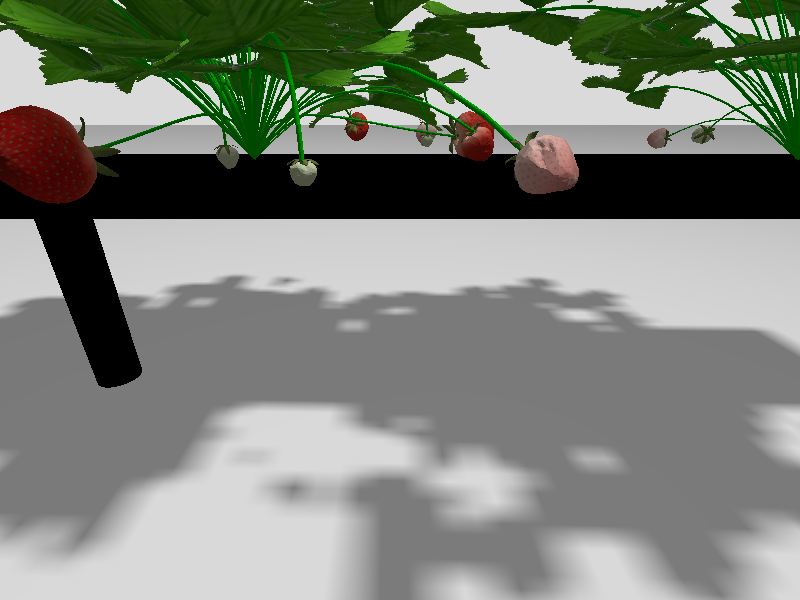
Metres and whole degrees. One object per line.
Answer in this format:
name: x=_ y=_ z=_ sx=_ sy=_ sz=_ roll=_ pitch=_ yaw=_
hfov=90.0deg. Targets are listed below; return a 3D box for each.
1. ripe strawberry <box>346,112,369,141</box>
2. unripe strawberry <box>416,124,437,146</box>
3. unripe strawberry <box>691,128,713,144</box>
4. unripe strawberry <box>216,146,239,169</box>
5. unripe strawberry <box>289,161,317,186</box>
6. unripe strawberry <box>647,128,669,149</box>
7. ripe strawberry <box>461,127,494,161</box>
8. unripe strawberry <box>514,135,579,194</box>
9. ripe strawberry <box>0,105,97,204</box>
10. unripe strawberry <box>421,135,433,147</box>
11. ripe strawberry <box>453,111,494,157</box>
ripe strawberry: x=-0.056 y=-0.233 z=0.541 sx=0.031 sy=0.035 sz=0.033 roll=6 pitch=7 yaw=13
unripe strawberry: x=0.030 y=-0.190 z=0.462 sx=0.021 sy=0.025 sz=0.025 roll=-23 pitch=33 yaw=-40
unripe strawberry: x=0.361 y=-0.196 z=0.480 sx=0.021 sy=0.019 sz=0.019 roll=4 pitch=-2 yaw=10
unripe strawberry: x=-0.091 y=-0.075 z=0.212 sx=0.011 sy=0.011 sz=0.010 roll=-6 pitch=25 yaw=-12
unripe strawberry: x=-0.039 y=-0.051 z=0.162 sx=0.011 sy=0.010 sz=0.010 roll=-11 pitch=27 yaw=-22
unripe strawberry: x=0.273 y=-0.171 z=0.424 sx=0.017 sy=0.020 sz=0.019 roll=-13 pitch=22 yaw=-25
ripe strawberry: x=0.060 y=-0.116 z=0.303 sx=0.024 sy=0.023 sz=0.022 roll=-31 pitch=16 yaw=21
unripe strawberry: x=0.063 y=-0.056 z=0.170 sx=0.028 sy=0.025 sz=0.026 roll=-24 pitch=55 yaw=-41
ripe strawberry: x=-0.143 y=-0.056 z=0.157 sx=0.032 sy=0.036 sz=0.035 roll=3 pitch=26 yaw=6
unripe strawberry: x=0.023 y=-0.134 z=0.337 sx=0.010 sy=0.010 sz=0.009 roll=-2 pitch=25 yaw=-5
ripe strawberry: x=0.061 y=-0.137 z=0.332 sx=0.034 sy=0.035 sz=0.031 roll=-1 pitch=25 yaw=-3
